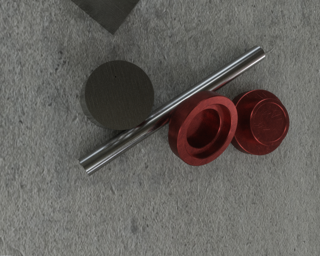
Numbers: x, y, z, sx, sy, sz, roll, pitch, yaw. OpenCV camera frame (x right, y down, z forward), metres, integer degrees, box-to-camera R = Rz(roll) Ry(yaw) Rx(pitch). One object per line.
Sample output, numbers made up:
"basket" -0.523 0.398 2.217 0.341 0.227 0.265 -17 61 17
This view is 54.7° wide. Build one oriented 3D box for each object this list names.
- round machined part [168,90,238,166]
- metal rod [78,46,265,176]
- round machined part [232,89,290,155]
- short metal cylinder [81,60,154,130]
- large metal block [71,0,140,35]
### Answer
"round machined part" 0.051 -0.003 0.405 0.099 0.042 0.097 -17 122 -28
"metal rod" 0.027 -0.032 0.419 0.302 0.025 0.025 -34 101 -17
"round machined part" 0.149 -0.008 0.455 0.099 0.042 0.097 0 90 -20
"short metal cylinder" -0.053 -0.038 0.376 0.081 0.050 0.080 0 90 -20
"large metal block" -0.064 -0.163 0.356 0.080 0.080 0.050 38 78 -16
